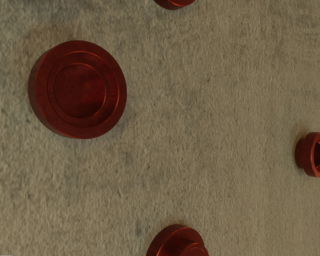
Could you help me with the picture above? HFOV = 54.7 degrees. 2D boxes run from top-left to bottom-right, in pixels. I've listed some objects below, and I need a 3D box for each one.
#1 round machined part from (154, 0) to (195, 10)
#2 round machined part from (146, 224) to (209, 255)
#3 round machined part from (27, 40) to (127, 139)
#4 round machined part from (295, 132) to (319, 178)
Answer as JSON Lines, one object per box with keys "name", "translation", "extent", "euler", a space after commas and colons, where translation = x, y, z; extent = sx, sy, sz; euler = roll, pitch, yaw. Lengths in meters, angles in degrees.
{"name": "round machined part", "translation": [0.023, -0.214, 0.414], "extent": [0.099, 0.042, 0.097], "euler": [0, 90, -40]}
{"name": "round machined part", "translation": [0.030, 0.186, 0.421], "extent": [0.099, 0.042, 0.097], "euler": [0, 90, -40]}
{"name": "round machined part", "translation": [-0.087, -0.038, 0.322], "extent": [0.099, 0.042, 0.097], "euler": [0, 90, -40]}
{"name": "round machined part", "translation": [0.331, 0.057, 0.676], "extent": [0.099, 0.042, 0.097], "euler": [0, 90, -40]}
